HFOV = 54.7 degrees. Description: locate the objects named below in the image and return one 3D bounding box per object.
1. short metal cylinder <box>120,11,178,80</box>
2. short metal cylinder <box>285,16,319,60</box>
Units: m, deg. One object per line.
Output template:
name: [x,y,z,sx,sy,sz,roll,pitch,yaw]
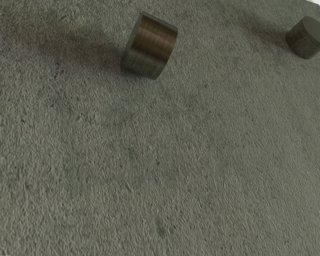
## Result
short metal cylinder: [-0.016,-0.112,0.428,0.050,0.080,0.080,21,54,-16]
short metal cylinder: [0.327,-0.199,0.685,0.081,0.050,0.080,14,56,-21]
